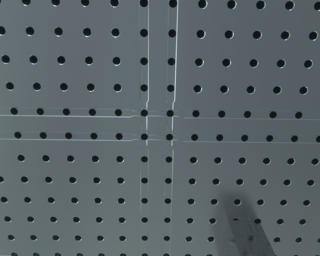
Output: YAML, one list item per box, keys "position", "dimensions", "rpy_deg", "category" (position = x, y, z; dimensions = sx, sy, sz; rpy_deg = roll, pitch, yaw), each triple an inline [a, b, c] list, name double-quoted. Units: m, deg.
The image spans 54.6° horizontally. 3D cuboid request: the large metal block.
- position: [0.126, 0.194, 0.456]
  dimensions: [0.050, 0.080, 0.079]
  rpy_deg: [6, 110, -2]
  category: "large metal block"
